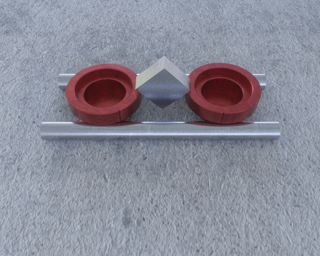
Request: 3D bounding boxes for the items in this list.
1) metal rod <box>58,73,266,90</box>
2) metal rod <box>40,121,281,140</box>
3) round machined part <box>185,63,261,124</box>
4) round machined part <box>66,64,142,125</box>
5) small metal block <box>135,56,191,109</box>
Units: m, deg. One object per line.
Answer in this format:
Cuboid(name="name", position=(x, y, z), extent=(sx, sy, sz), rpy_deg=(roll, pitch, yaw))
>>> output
Cuboid(name="metal rod", position=(0.004, -0.069, 0.462), extent=(0.302, 0.025, 0.025), rpy_deg=(0, 50, 0))
Cuboid(name="metal rod", position=(0.001, 0.003, 0.401), extent=(0.302, 0.025, 0.025), rpy_deg=(0, 50, 0))
Cuboid(name="round machined part", position=(0.083, -0.042, 0.423), extent=(0.099, 0.042, 0.098), rpy_deg=(0, 50, 0))
Cuboid(name="round machined part", position=(-0.074, -0.040, 0.421), extent=(0.099, 0.042, 0.098), rpy_deg=(0, 50, 0))
Cuboid(name="small metal block", position=(0.004, -0.058, 0.403), extent=(0.050, 0.050, 0.025), rpy_deg=(-31, 40, 31))
